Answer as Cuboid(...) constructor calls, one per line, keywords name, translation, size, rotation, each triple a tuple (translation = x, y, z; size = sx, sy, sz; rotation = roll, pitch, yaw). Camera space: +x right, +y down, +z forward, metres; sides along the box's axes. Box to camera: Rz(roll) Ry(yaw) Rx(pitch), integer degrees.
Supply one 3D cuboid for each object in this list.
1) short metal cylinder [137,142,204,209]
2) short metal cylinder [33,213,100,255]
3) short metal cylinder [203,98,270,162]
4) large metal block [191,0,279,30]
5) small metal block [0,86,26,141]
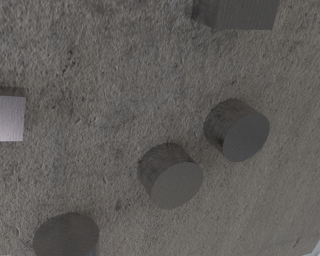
Cuboid(name="short metal cylinder", translation=(0.014, 0.068, 0.440), size=(0.081, 0.050, 0.079), rotation=(-14, 124, -21))
Cuboid(name="short metal cylinder", translation=(-0.120, 0.159, 0.404), size=(0.081, 0.080, 0.050), rotation=(-10, 123, -23))
Cuboid(name="short metal cylinder", translation=(0.111, 0.003, 0.454), size=(0.081, 0.050, 0.079), rotation=(-14, 124, -21))
Cuboid(name="large metal block", translation=(0.087, -0.155, 0.342), size=(0.081, 0.050, 0.079), rotation=(-8, 122, -25))
Cuboid(name="small metal block", translation=(-0.164, -0.014, 0.309), size=(0.050, 0.025, 0.050), rotation=(1, 118, -29))
